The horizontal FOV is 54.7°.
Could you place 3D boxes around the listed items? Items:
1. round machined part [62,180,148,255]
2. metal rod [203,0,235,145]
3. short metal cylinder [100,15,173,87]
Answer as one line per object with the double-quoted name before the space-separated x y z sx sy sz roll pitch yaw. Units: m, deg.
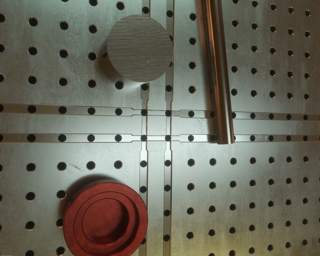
"round machined part" -0.068 0.112 0.379 0.099 0.042 0.097 0 90 -20
"metal rod" 0.080 -0.126 0.441 0.025 0.025 0.298 -7 92 -20
"short metal cylinder" -0.031 -0.094 0.388 0.081 0.050 0.080 0 90 -20
